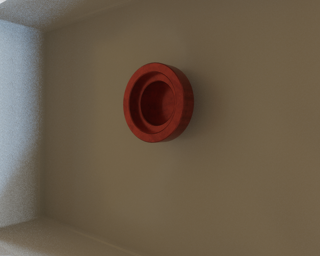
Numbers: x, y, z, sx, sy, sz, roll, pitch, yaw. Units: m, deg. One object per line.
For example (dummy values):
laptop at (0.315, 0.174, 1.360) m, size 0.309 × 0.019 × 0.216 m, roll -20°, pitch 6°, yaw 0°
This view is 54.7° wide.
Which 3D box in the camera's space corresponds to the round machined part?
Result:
round machined part at (0.003, -0.031, 0.392) m, size 0.098 × 0.042 × 0.097 m, roll 0°, pitch 90°, yaw 39°
